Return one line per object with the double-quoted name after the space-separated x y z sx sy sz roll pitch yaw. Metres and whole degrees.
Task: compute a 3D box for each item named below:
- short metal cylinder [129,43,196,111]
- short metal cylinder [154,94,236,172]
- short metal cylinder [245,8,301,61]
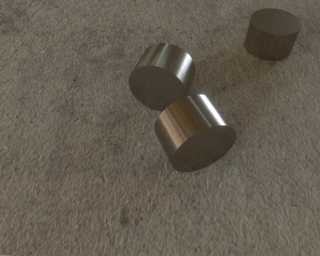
0.004 -0.068 0.425 0.080 0.080 0.050 14 52 11 "short metal cylinder"
0.040 0.007 0.362 0.081 0.080 0.050 -18 53 -15 "short metal cylinder"
0.188 -0.158 0.522 0.081 0.050 0.080 0 50 0 "short metal cylinder"
